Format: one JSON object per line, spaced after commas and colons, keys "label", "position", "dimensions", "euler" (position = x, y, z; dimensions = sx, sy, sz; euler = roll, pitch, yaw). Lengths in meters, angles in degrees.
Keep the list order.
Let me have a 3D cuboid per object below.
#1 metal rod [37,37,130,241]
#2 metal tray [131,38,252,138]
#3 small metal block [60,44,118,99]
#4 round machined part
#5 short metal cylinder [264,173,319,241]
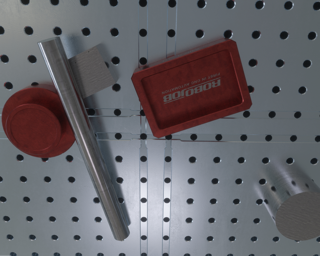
{"label": "metal rod", "position": [-0.091, 0.032, 0.407], "dimensions": [0.025, 0.025, 0.298], "euler": [-12, 116, 4]}
{"label": "metal tray", "position": [0.040, -0.050, 0.392], "dimensions": [0.131, 0.030, 0.090], "euler": [-18, 109, 6]}
{"label": "small metal block", "position": [-0.088, -0.070, 0.387], "dimensions": [0.050, 0.025, 0.050], "euler": [-24, 109, 8]}
{"label": "round machined part", "position": [-0.156, -0.004, 0.401], "dimensions": [0.099, 0.042, 0.097], "euler": [0, 110, 0]}
{"label": "short metal cylinder", "position": [0.197, 0.112, 0.443], "dimensions": [0.081, 0.050, 0.079], "euler": [0, 110, 0]}
